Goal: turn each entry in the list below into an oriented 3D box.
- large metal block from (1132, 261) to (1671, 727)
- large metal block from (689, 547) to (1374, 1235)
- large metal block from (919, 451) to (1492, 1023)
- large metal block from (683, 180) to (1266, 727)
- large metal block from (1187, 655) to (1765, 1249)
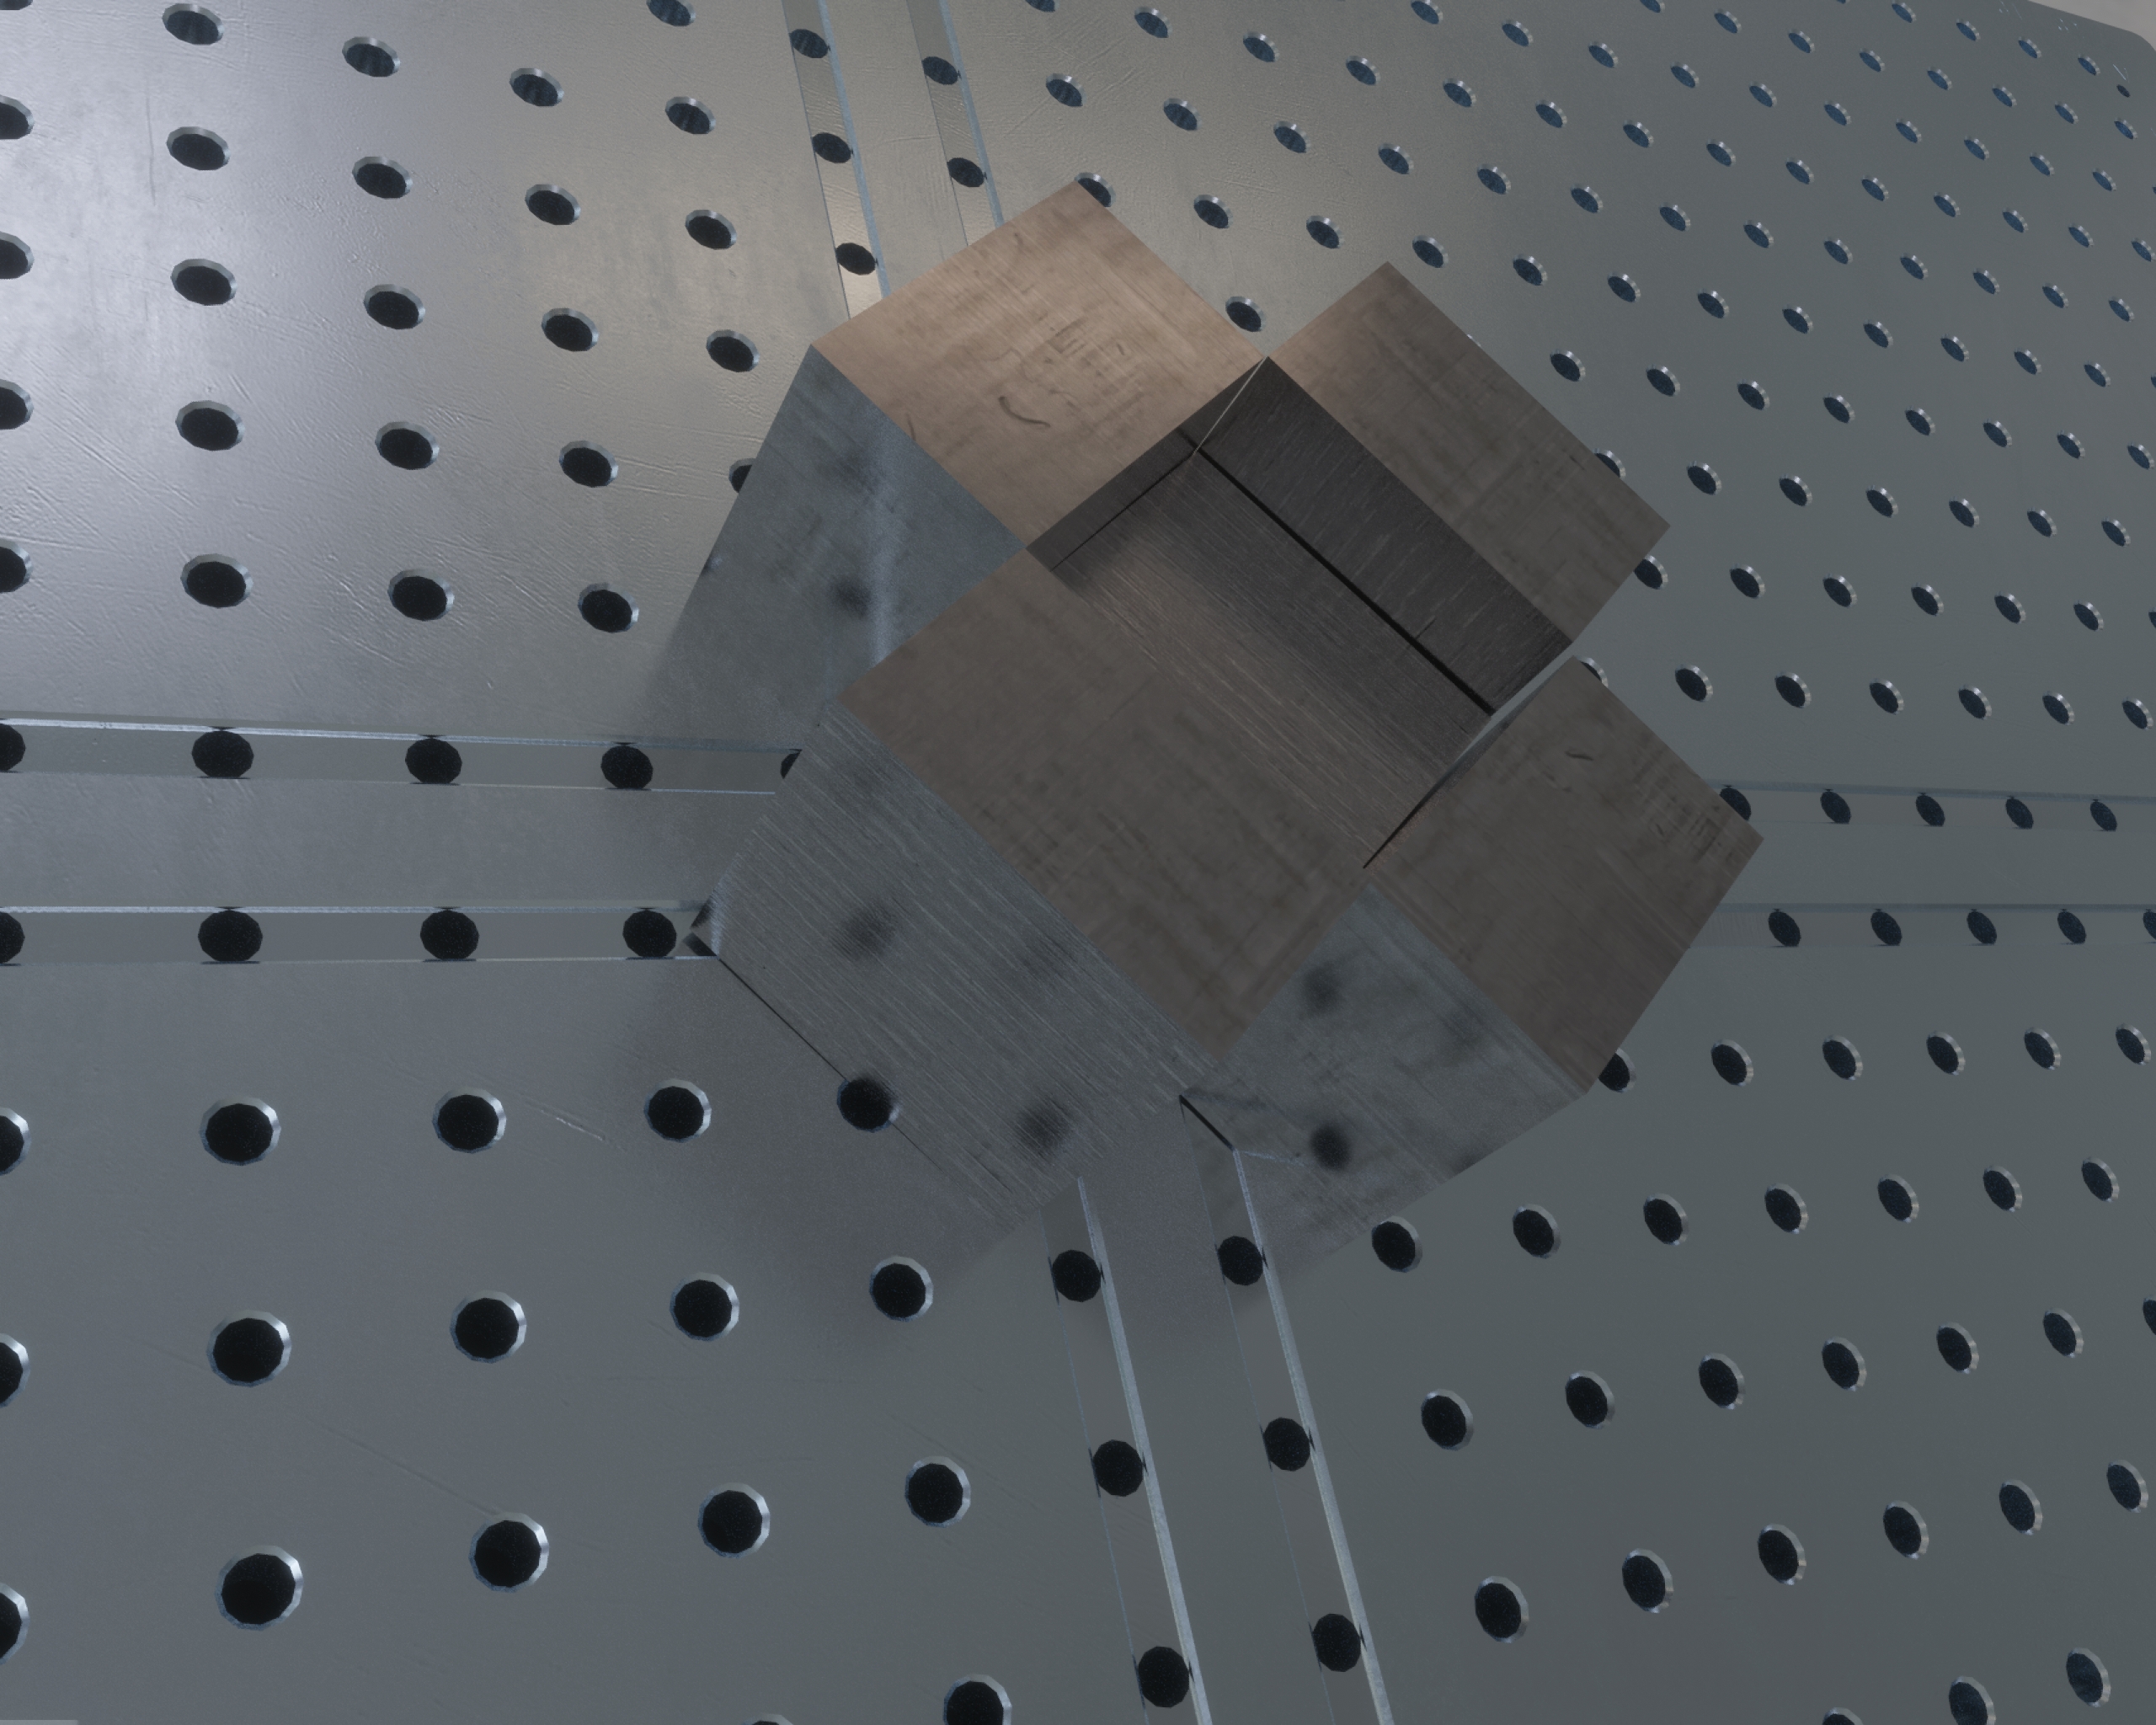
[{"bbox_3d":[0.062,-0.065,0.445,0.080,0.080,0.050,44,51,1],"label":"large metal block"},{"bbox_3d":[-0.011,0.007,0.362,0.080,0.080,0.050,44,51,1],"label":"large metal block"},{"bbox_3d":[0.021,-0.022,0.415,0.080,0.050,0.080,43,53,3],"label":"large metal block"},{"bbox_3d":[-0.021,-0.073,0.406,0.050,0.080,0.080,44,51,2],"label":"large metal block"},{"bbox_3d":[0.073,0.018,0.402,0.050,0.080,0.080,45,51,3],"label":"large metal block"}]
